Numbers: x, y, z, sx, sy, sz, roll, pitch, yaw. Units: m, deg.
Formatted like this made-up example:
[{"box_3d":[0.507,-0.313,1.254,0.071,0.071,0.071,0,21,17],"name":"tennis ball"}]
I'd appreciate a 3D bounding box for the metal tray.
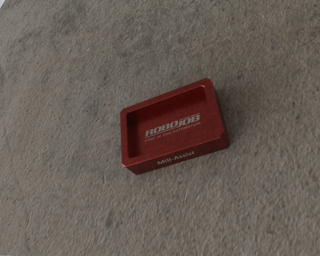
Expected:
[{"box_3d":[0.014,-0.001,0.394,0.130,0.030,0.090,-19,54,17],"name":"metal tray"}]
